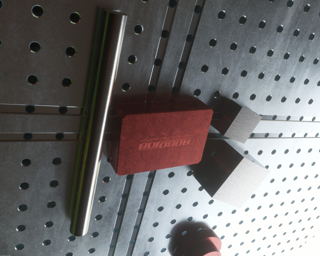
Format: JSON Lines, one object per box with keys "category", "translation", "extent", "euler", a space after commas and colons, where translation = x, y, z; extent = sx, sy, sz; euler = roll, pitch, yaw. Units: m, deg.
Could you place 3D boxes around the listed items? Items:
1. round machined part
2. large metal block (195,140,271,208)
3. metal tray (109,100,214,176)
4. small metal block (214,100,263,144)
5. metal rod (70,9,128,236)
{"category": "round machined part", "translation": [0.079, 0.247, 0.599], "extent": [0.099, 0.042, 0.097], "euler": [-14, 125, -21]}
{"category": "large metal block", "translation": [0.120, 0.078, 0.512], "extent": [0.080, 0.050, 0.080], "euler": [27, 103, -38]}
{"category": "metal tray", "translation": [0.002, 0.011, 0.418], "extent": [0.131, 0.030, 0.089], "euler": [-5, 121, -26]}
{"category": "small metal block", "translation": [0.120, -0.009, 0.474], "extent": [0.050, 0.025, 0.050], "euler": [20, 108, -36]}
{"category": "metal rod", "translation": [-0.080, 0.013, 0.376], "extent": [0.025, 0.025, 0.298], "euler": [0, 118, -29]}
